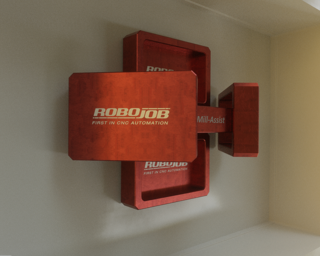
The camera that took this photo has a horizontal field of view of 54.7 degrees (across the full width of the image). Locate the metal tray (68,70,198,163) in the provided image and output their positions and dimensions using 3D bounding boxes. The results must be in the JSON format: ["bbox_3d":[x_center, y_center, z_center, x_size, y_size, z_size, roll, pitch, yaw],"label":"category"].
[{"bbox_3d":[-0.027,-0.012,0.322,0.030,0.131,0.089,3,87,-82],"label":"metal tray"}]

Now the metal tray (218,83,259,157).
[{"bbox_3d":[0.105,-0.010,0.433,0.030,0.130,0.089,1,90,2],"label":"metal tray"}]

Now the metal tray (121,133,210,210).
[{"bbox_3d":[0.012,0.051,0.409,0.131,0.030,0.089,0,90,-41],"label":"metal tray"}]

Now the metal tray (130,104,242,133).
[{"bbox_3d":[0.029,-0.010,0.387,0.131,0.090,0.030,0,90,-41],"label":"metal tray"}]

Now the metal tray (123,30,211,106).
[{"bbox_3d":[0.013,-0.070,0.412,0.131,0.030,0.089,0,91,-41],"label":"metal tray"}]
